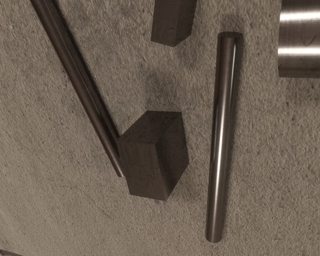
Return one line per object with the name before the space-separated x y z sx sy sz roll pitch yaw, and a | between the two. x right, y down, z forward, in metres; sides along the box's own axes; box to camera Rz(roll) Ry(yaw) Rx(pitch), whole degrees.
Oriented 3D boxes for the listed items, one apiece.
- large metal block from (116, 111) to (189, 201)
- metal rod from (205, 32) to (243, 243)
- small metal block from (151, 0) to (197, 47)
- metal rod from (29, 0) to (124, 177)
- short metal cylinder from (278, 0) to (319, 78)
large metal block | -0.005 0.032 0.392 0.050 0.080 0.079 4 120 26
metal rod | 0.075 0.034 0.387 0.025 0.025 0.298 11 123 21
small metal block | 0.015 -0.115 0.311 0.025 0.050 0.050 20 126 16
metal rod | -0.107 -0.061 0.423 0.025 0.025 0.299 -9 114 32
short metal cylinder | 0.128 -0.081 0.253 0.050 0.080 0.079 6 121 25
